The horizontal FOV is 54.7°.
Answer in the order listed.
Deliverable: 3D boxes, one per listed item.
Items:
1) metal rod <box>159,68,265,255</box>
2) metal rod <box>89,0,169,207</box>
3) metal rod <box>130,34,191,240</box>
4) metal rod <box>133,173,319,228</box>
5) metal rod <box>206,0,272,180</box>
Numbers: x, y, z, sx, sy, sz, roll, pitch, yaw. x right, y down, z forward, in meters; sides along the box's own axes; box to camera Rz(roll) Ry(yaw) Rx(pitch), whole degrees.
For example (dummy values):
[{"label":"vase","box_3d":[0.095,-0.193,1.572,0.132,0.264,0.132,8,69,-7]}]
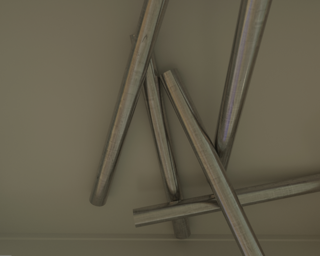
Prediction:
[{"label":"metal rod","box_3d":[0.073,0.067,0.379,0.025,0.025,0.299,-25,88,8]},{"label":"metal rod","box_3d":[-0.045,-0.021,0.384,0.025,0.025,0.298,17,116,-7]},{"label":"metal rod","box_3d":[0.005,0.024,0.420,0.025,0.025,0.298,-11,110,3]},{"label":"metal rod","box_3d":[0.114,0.097,0.431,0.302,0.025,0.025,-10,110,-4]},{"label":"metal rod","box_3d":[0.080,-0.031,0.335,0.025,0.025,0.298,0,136,-1]}]
